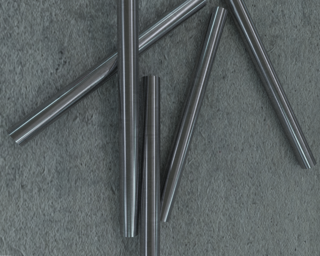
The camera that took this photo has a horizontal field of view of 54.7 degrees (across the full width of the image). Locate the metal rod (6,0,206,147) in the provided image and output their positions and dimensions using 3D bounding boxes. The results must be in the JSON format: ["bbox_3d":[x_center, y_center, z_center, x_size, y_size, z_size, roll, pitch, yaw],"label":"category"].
[{"bbox_3d":[-0.055,-0.083,0.388,0.301,0.025,0.025,-41,103,-15],"label":"metal rod"}]

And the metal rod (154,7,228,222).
[{"bbox_3d":[0.042,-0.023,0.424,0.025,0.025,0.299,18,84,-19],"label":"metal rod"}]

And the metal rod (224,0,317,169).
[{"bbox_3d":[0.168,-0.071,0.470,0.025,0.025,0.299,-31,100,-17],"label":"metal rod"}]

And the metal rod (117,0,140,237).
[{"bbox_3d":[-0.038,-0.014,0.376,0.025,0.025,0.298,-2,98,-20],"label":"metal rod"}]

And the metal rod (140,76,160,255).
[{"bbox_3d":[-0.012,0.083,0.390,0.025,0.025,0.298,2,84,-20],"label":"metal rod"}]
